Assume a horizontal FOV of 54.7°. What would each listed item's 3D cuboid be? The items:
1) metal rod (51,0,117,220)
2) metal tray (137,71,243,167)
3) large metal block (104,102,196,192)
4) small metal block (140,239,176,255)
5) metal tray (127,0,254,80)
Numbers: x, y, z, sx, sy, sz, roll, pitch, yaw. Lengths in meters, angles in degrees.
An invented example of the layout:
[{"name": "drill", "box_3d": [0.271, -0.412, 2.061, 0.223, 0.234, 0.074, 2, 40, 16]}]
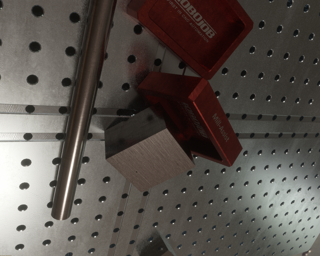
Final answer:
[{"name": "metal rod", "box_3d": [-0.090, -0.017, 0.352, 0.025, 0.025, 0.298, 3, 117, -30]}, {"name": "metal tray", "box_3d": [0.039, -0.010, 0.382, 0.030, 0.090, 0.130, -53, 133, -19]}, {"name": "large metal block", "box_3d": [-0.013, 0.026, 0.392, 0.080, 0.050, 0.080, -28, 131, 12]}, {"name": "small metal block", "box_3d": [0.000, 0.236, 0.560, 0.050, 0.025, 0.050, -36, 130, -5]}, {"name": "metal tray", "box_3d": [0.039, -0.125, 0.353, 0.130, 0.030, 0.090, 33, 100, -39]}]
